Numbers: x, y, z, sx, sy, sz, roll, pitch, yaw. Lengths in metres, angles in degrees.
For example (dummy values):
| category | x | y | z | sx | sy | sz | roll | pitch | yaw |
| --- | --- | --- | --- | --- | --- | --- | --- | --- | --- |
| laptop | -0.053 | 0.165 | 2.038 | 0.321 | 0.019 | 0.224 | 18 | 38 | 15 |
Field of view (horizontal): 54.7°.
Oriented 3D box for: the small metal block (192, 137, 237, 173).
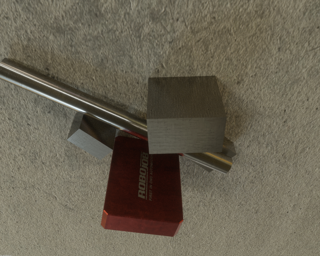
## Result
| category | x | y | z | sx | sy | sz | roll | pitch | yaw |
| --- | --- | --- | --- | --- | --- | --- | --- | --- | --- |
| small metal block | 0.070 | 0.030 | 0.436 | 0.050 | 0.025 | 0.050 | 34 | 122 | -26 |

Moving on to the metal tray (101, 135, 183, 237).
| category | x | y | z | sx | sy | sz | roll | pitch | yaw |
| --- | --- | --- | --- | --- | --- | --- | --- | --- | --- |
| metal tray | -0.021 | 0.069 | 0.399 | 0.091 | 0.130 | 0.030 | 10 | 129 | -8 |

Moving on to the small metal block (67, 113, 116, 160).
| category | x | y | z | sx | sy | sz | roll | pitch | yaw |
| --- | --- | --- | --- | --- | --- | --- | --- | --- | --- |
| small metal block | -0.085 | 0.005 | 0.394 | 0.050 | 0.050 | 0.025 | 37 | 121 | -27 |

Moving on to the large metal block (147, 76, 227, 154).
| category | x | y | z | sx | sy | sz | roll | pitch | yaw |
| --- | --- | --- | --- | --- | --- | --- | --- | --- | --- |
| large metal block | 0.027 | -0.017 | 0.357 | 0.081 | 0.080 | 0.050 | -2 | 130 | 1 |

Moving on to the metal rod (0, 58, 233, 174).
| category | x | y | z | sx | sy | sz | roll | pitch | yaw |
| --- | --- | --- | --- | --- | --- | --- | --- | --- | --- |
| metal rod | -0.044 | -0.009 | 0.383 | 0.302 | 0.025 | 0.025 | 24 | 126 | -13 |
